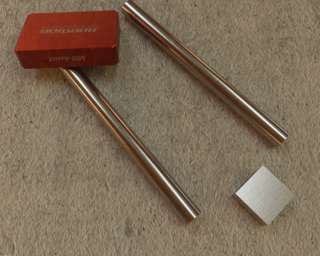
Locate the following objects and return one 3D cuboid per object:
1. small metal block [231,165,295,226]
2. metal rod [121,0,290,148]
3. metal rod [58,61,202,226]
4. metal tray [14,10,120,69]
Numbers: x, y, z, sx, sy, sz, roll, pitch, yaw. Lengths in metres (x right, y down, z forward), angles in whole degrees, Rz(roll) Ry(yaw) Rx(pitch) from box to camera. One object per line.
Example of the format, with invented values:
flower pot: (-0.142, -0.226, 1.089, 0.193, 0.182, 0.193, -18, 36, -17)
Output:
small metal block: (0.125, 0.083, 0.379, 0.050, 0.025, 0.050, -42, 76, -14)
metal rod: (0.055, -0.084, 0.439, 0.025, 0.025, 0.300, -43, 76, -14)
metal rod: (-0.055, -0.001, 0.407, 0.025, 0.025, 0.300, -38, 75, -13)
metal tray: (-0.124, -0.126, 0.435, 0.131, 0.030, 0.090, -3, 51, -2)
